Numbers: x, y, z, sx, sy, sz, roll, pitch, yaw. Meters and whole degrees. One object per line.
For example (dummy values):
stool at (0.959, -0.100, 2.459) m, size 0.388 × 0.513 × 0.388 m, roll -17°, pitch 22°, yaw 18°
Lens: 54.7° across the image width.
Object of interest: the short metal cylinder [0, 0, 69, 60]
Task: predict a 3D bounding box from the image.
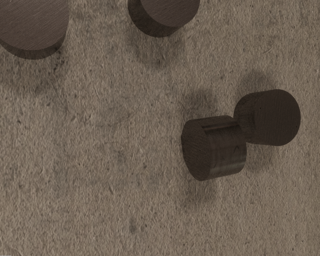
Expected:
short metal cylinder at (-0.144, -0.120, 0.342) m, size 0.081 × 0.050 × 0.079 m, roll 0°, pitch 90°, yaw -21°

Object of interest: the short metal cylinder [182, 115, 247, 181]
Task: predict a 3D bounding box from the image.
short metal cylinder at (0.068, 0.025, 0.406) m, size 0.050 × 0.080 × 0.079 m, roll -8°, pitch 93°, yaw -20°

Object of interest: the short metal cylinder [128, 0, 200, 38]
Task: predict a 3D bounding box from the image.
short metal cylinder at (0.004, -0.163, 0.398) m, size 0.081 × 0.050 × 0.079 m, roll 0°, pitch 90°, yaw -21°

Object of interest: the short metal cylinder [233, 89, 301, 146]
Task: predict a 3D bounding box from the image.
short metal cylinder at (0.157, -0.015, 0.455) m, size 0.081 × 0.050 × 0.079 m, roll 0°, pitch 90°, yaw -21°
